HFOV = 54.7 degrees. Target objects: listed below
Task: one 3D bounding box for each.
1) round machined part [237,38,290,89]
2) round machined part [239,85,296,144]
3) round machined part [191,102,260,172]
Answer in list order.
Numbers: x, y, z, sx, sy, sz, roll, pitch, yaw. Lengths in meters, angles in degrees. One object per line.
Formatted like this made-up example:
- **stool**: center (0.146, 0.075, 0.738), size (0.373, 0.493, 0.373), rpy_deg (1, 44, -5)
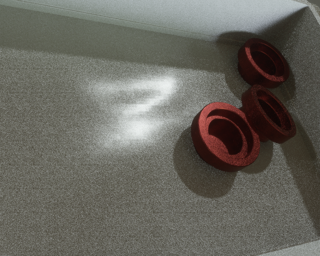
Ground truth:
- **round machined part**: center (0.181, -0.111, 0.559), size (0.099, 0.042, 0.098), rpy_deg (14, 56, -21)
- **round machined part**: center (0.161, -0.017, 0.481), size (0.098, 0.042, 0.098), rpy_deg (26, 41, -25)
- **round machined part**: center (0.086, 0.016, 0.431), size (0.099, 0.042, 0.098), rpy_deg (13, 57, -20)
